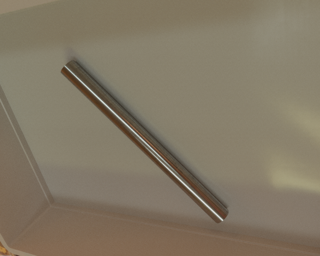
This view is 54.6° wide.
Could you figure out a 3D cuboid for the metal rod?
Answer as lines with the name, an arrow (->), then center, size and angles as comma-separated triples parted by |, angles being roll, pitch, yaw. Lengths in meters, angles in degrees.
metal rod -> -0.019, 0.021, 0.432 | 0.300, 0.025, 0.025 | 44, 129, -3
